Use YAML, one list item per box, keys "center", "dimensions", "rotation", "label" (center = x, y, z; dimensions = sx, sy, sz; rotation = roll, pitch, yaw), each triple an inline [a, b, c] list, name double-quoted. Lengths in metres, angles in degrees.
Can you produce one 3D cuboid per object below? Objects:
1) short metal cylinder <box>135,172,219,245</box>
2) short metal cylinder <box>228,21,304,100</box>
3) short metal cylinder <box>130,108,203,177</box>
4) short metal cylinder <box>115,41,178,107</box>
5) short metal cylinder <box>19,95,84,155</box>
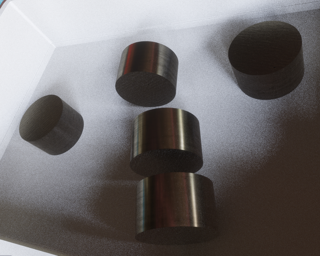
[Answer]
- center: [0.016, 0.083, 0.310]
  dimensions: [0.080, 0.080, 0.050]
  rotation: [-15, 56, 20]
  label: "short metal cylinder"
- center: [0.128, -0.081, 0.372]
  dimensions: [0.080, 0.050, 0.080]
  rotation: [-13, 56, 20]
  label: "short metal cylinder"
- center: [0.007, 0.020, 0.354]
  dimensions: [0.080, 0.080, 0.050]
  rotation: [-14, 56, 20]
  label: "short metal cylinder"
- center: [-0.017, -0.071, 0.421]
  dimensions: [0.080, 0.080, 0.050]
  rotation: [-8, 59, 24]
  label: "short metal cylinder"
- center: [-0.166, -0.004, 0.477]
  dimensions: [0.080, 0.050, 0.080]
  rotation: [-13, 56, 20]
  label: "short metal cylinder"
